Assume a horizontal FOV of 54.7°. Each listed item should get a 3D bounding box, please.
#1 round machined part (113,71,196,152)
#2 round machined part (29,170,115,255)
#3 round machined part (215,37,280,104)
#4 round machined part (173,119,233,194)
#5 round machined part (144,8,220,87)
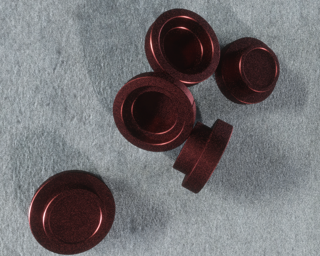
[{"bbox_3d":[-0.004,-0.023,0.382,0.098,0.042,0.097,5,118,10],"label":"round machined part"},{"bbox_3d":[-0.101,0.101,0.363,0.099,0.042,0.097,0,90,-21],"label":"round machined part"},{"bbox_3d":[0.133,-0.084,0.451,0.099,0.042,0.097,0,90,-21],"label":"round machined part"},{"bbox_3d":[0.050,0.030,0.394,0.042,0.098,0.098,29,80,5],"label":"round machined part"},{"bbox_3d":[0.025,-0.101,0.405,0.099,0.042,0.097,4,80,-23],"label":"round machined part"}]
